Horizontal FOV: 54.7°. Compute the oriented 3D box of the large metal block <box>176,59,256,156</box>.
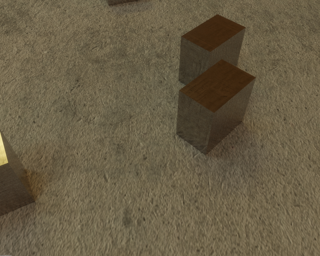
[{"bbox_3d":[0.068,-0.026,0.389,0.050,0.080,0.080,37,59,26],"label":"large metal block"}]

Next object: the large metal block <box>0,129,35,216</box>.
[{"bbox_3d":[-0.188,0.055,0.320,0.081,0.080,0.050,-22,54,-18],"label":"large metal block"}]

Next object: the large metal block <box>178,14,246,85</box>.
[{"bbox_3d":[0.075,-0.108,0.458,0.050,0.080,0.080,37,59,26],"label":"large metal block"}]

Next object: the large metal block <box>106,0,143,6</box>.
[{"bbox_3d":[-0.080,-0.302,0.640,0.081,0.050,0.080,-15,52,-13],"label":"large metal block"}]
